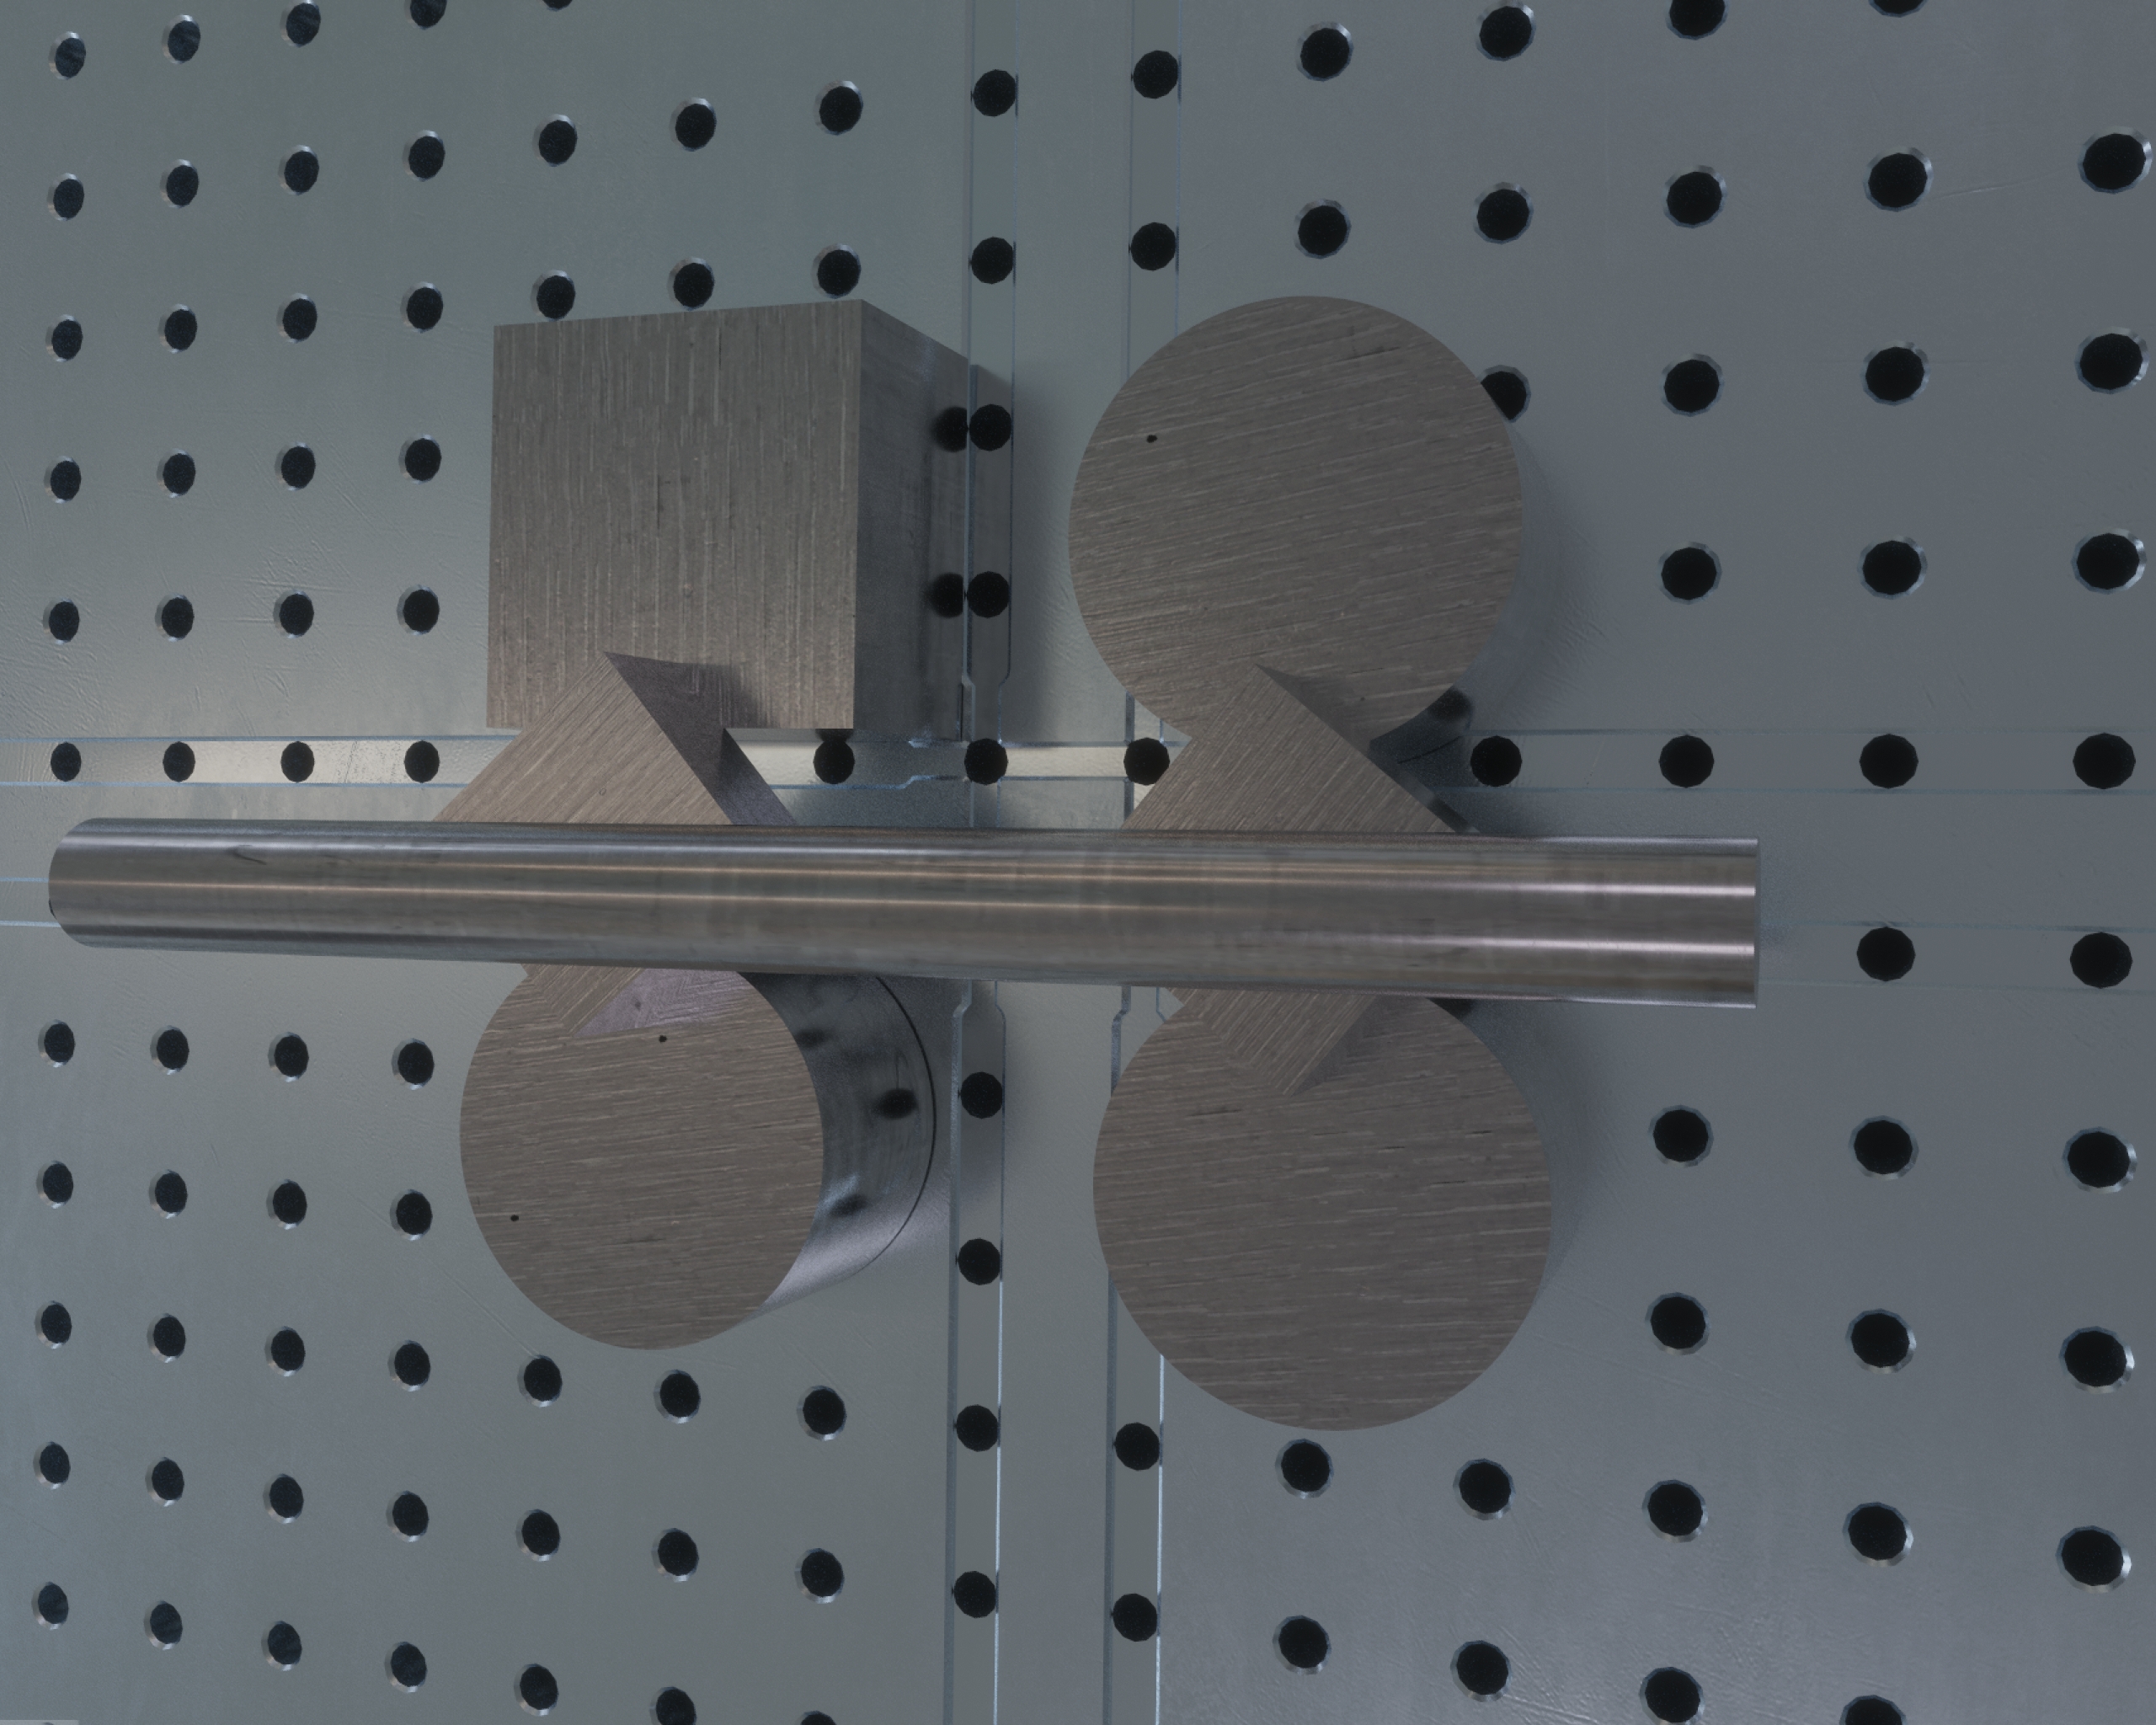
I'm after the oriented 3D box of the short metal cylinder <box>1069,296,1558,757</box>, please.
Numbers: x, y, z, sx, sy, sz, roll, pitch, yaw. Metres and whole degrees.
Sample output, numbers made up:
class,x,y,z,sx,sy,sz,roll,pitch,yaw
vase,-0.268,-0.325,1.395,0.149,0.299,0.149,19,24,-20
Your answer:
class,x,y,z,sx,sy,sz,roll,pitch,yaw
short metal cylinder,0.045,-0.058,0.384,0.080,0.050,0.080,0,90,20

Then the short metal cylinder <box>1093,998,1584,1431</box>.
class,x,y,z,sx,sy,sz,roll,pitch,yaw
short metal cylinder,0.049,0.058,0.382,0.080,0.050,0.080,0,90,20

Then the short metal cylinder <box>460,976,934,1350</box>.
class,x,y,z,sx,sy,sz,roll,pitch,yaw
short metal cylinder,-0.077,0.054,0.425,0.080,0.050,0.080,0,90,20

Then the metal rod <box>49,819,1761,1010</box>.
class,x,y,z,sx,sy,sz,roll,pitch,yaw
metal rod,-0.045,0.006,0.348,0.301,0.025,0.025,1,90,19

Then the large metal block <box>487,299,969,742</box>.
class,x,y,z,sx,sy,sz,roll,pitch,yaw
large metal block,-0.070,-0.066,0.423,0.080,0.050,0.080,1,91,20

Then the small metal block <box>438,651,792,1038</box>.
class,x,y,z,sx,sy,sz,roll,pitch,yaw
small metal block,-0.084,-0.003,0.390,0.050,0.025,0.050,-42,77,15

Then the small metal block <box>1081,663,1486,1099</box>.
class,x,y,z,sx,sy,sz,roll,pitch,yaw
small metal block,0.035,0.003,0.347,0.050,0.025,0.050,42,103,15
